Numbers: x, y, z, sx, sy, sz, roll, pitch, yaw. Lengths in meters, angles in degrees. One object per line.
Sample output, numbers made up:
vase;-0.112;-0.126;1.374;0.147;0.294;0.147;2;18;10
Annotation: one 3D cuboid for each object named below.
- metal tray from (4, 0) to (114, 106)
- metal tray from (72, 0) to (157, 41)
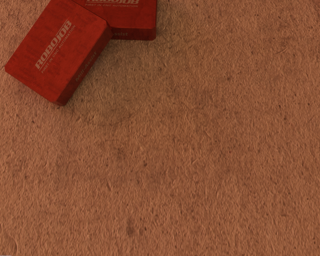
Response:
metal tray;-0.137;-0.107;0.426;0.090;0.030;0.130;33;88;10
metal tray;-0.070;-0.181;0.471;0.131;0.030;0.090;2;70;0
